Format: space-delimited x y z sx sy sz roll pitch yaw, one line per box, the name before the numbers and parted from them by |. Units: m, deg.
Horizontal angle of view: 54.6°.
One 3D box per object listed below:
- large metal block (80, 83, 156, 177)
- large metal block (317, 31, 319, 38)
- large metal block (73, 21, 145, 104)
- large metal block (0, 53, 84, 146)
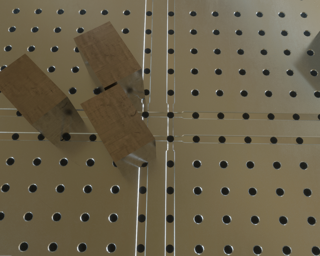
large metal block | -0.047 0.006 0.380 0.050 0.080 0.080 -30 73 -10
large metal block | 0.285 -0.137 0.434 0.050 0.080 0.080 -30 73 -10
large metal block | -0.064 -0.077 0.410 0.050 0.080 0.080 -30 73 -10
large metal block | -0.152 -0.033 0.394 0.050 0.080 0.080 -43 76 -14
